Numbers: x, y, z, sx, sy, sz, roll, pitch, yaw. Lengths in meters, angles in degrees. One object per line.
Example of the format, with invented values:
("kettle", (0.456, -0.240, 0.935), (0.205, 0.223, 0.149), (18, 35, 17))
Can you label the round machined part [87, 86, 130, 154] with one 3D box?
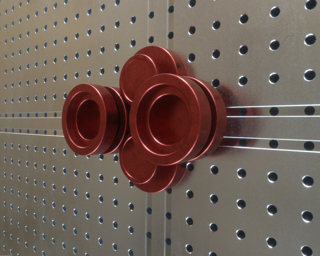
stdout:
("round machined part", (-0.068, -0.011, 0.455), (0.098, 0.042, 0.097), (0, 90, 40))

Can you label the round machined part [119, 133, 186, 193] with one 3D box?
("round machined part", (-0.016, 0.038, 0.412), (0.098, 0.042, 0.097), (0, 90, 40))

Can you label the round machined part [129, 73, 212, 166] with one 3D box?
("round machined part", (0.015, -0.009, 0.344), (0.098, 0.042, 0.097), (0, 90, 40))

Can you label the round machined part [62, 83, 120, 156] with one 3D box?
("round machined part", (-0.091, -0.012, 0.432), (0.098, 0.042, 0.097), (0, 90, 40))

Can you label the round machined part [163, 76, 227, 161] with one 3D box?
("round machined part", (0.036, -0.010, 0.369), (0.098, 0.042, 0.097), (0, 90, 40))

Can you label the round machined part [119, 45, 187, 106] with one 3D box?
("round machined part", (-0.016, -0.061, 0.412), (0.098, 0.042, 0.097), (0, 90, 40))
